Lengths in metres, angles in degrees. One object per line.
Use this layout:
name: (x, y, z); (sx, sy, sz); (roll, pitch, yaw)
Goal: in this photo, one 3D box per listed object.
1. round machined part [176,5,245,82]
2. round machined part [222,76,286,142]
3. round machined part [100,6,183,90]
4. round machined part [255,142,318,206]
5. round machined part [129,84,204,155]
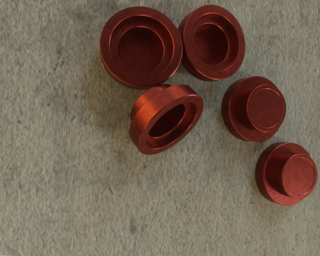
round machined part: (0.064, -0.111, 0.421); (0.099, 0.042, 0.097); (0, 90, -26)
round machined part: (0.144, -0.028, 0.455); (0.099, 0.042, 0.097); (0, 90, -21)
round machined part: (-0.024, -0.095, 0.385); (0.099, 0.042, 0.097); (1, 86, -10)
round machined part: (0.200, 0.071, 0.476); (0.099, 0.042, 0.097); (0, 90, -21)
round machined part: (0.003, -0.016, 0.383); (0.099, 0.098, 0.042); (-32, 61, -17)
